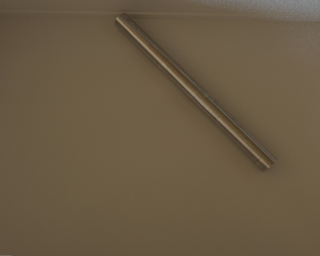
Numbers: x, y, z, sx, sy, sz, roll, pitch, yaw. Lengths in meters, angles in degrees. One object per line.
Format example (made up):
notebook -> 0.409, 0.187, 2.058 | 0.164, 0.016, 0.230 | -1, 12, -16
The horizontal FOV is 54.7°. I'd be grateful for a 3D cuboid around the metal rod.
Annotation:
metal rod -> 0.041, -0.058, 0.431 | 0.025, 0.025, 0.300 | -40, 75, -13
